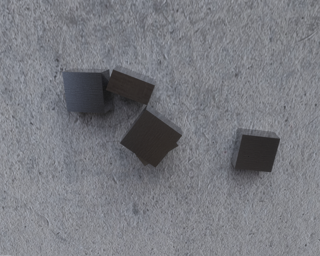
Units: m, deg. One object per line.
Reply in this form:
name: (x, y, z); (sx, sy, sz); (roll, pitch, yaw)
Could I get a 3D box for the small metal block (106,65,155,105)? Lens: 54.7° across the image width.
small metal block: (-0.034, -0.053, 0.376); (0.050, 0.050, 0.025); (20, 106, -8)

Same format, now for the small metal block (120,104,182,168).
small metal block: (-0.010, 0.009, 0.360); (0.050, 0.025, 0.050); (36, 105, -9)

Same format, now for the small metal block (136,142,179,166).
small metal block: (-0.005, 0.016, 0.402); (0.050, 0.050, 0.025); (-32, 108, 11)

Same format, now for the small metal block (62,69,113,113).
small metal block: (-0.089, -0.047, 0.386); (0.050, 0.025, 0.050); (3, 111, 13)

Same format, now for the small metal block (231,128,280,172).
small metal block: (0.129, 0.030, 0.422); (0.050, 0.025, 0.050); (6, 110, -3)
